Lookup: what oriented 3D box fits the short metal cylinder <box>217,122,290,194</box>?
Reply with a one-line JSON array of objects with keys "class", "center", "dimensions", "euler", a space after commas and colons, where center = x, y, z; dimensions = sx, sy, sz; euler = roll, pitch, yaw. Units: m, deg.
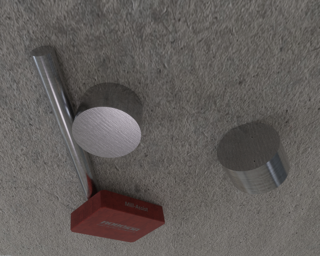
[{"class": "short metal cylinder", "center": [0.122, 0.039, 0.406], "dimensions": [0.080, 0.080, 0.050], "euler": [-22, 127, 17]}]

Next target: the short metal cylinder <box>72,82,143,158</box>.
[{"class": "short metal cylinder", "center": [-0.062, -0.009, 0.383], "dimensions": [0.081, 0.050, 0.079], "euler": [0, 130, 0]}]

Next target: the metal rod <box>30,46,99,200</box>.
[{"class": "metal rod", "center": [-0.116, 0.030, 0.431], "dimensions": [0.025, 0.025, 0.298], "euler": [-4, 130, 3]}]

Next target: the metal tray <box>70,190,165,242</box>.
[{"class": "metal tray", "center": [-0.068, 0.150, 0.513], "dimensions": [0.131, 0.030, 0.090], "euler": [27, 126, -37]}]
